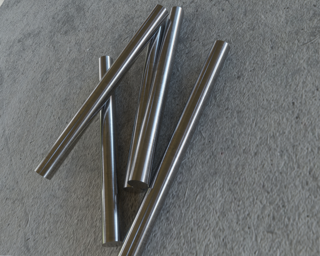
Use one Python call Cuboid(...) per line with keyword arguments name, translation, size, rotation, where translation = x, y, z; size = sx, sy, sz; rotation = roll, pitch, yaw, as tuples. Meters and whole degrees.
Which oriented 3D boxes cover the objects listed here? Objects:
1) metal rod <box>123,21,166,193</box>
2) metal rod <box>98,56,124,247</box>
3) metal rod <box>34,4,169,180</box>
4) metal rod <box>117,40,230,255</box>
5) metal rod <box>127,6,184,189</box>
Cuboid(name="metal rod", translation=(-0.017, -0.055, 0.446), size=(0.025, 0.025, 0.299), rotation=(-7, 58, 24))
Cuboid(name="metal rod", translation=(-0.072, 0.010, 0.435), size=(0.025, 0.025, 0.299), rotation=(-20, 54, 16))
Cuboid(name="metal rod", translation=(-0.077, -0.060, 0.447), size=(0.025, 0.025, 0.300), rotation=(24, 74, 36))
Cuboid(name="metal rod", translation=(0.024, 0.016, 0.381), size=(0.025, 0.025, 0.300), rotation=(13, 68, 33))
Cuboid(name="metal rod", translation=(0.001, -0.062, 0.428), size=(0.025, 0.025, 0.300), rotation=(-5, 55, 26))
